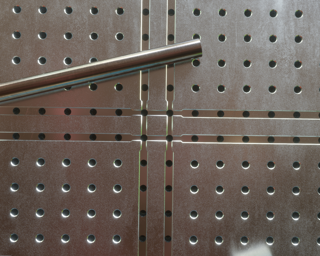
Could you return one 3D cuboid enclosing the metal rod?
[{"bbox_3d":[-0.094,-0.074,0.412,0.302,0.025,0.025,-13,90,0],"label":"metal rod"}]
